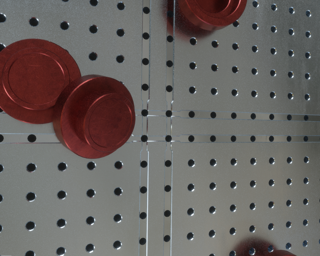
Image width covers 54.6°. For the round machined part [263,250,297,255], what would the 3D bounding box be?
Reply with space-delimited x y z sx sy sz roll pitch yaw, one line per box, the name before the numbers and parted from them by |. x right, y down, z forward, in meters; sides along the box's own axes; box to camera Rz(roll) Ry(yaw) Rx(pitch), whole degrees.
round machined part | 0.176 0.233 0.468 0.099 0.042 0.097 0 90 -20

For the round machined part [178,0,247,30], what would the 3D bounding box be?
round machined part | 0.067 -0.183 0.428 0.099 0.042 0.097 0 90 -20

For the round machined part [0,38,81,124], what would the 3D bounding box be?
round machined part | -0.139 -0.053 0.352 0.099 0.042 0.097 0 90 -20

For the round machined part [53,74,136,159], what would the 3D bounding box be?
round machined part | -0.067 -0.010 0.358 0.099 0.042 0.097 -17 116 -39
